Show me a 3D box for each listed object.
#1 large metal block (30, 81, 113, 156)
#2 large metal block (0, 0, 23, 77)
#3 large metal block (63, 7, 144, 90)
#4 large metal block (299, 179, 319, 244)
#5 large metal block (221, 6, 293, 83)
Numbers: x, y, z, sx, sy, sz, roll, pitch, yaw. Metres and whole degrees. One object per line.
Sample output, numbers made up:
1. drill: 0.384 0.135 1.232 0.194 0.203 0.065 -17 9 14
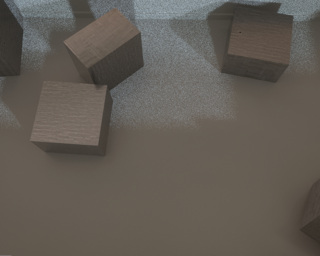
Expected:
1. large metal block: -0.109 -0.011 0.399 0.080 0.050 0.080 4 70 1
2. large metal block: -0.232 -0.125 0.424 0.050 0.080 0.080 -5 70 -2
3. large metal block: -0.071 -0.098 0.416 0.080 0.080 0.050 -39 75 -13
4. large metal block: 0.215 0.098 0.345 0.080 0.050 0.080 35 45 12
5. large metal block: 0.137 -0.118 0.440 0.080 0.050 0.080 11 70 4
